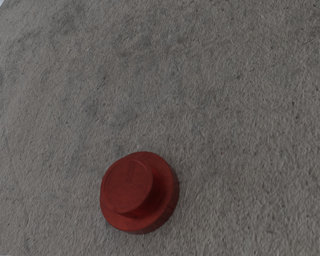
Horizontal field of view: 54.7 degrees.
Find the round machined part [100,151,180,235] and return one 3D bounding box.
[{"bbox_3d":[-0.030,0.071,0.365,0.098,0.042,0.098,-13,56,21],"label":"round machined part"}]
